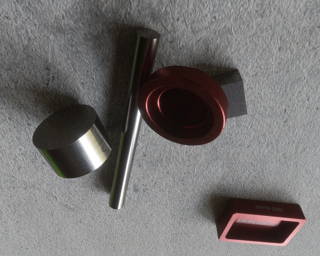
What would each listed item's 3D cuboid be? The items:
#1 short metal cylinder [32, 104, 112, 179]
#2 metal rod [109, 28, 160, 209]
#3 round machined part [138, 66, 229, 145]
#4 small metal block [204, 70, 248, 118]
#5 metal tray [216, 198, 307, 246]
[{"bbox_3d":[-0.106,0.015,0.383,0.080,0.080,0.050,-12,129,10],"label":"short metal cylinder"},{"bbox_3d":[-0.042,0.013,0.417,0.025,0.025,0.298,9,130,-8],"label":"metal rod"},{"bbox_3d":[0.028,-0.029,0.346,0.098,0.042,0.097,15,139,14],"label":"round machined part"},{"bbox_3d":[0.076,-0.038,0.376,0.050,0.025,0.050,-13,129,10],"label":"small metal block"},{"bbox_3d":[0.176,0.169,0.550,0.131,0.030,0.089,7,130,-7],"label":"metal tray"}]
